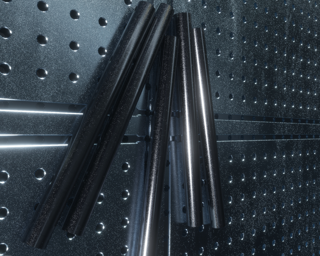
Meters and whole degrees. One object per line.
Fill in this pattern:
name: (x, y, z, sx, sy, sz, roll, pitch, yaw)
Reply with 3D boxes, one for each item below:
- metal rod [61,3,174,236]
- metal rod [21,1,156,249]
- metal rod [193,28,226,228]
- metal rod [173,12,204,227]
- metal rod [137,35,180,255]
metal rod: (-0.043, -0.024, 0.372, 0.025, 0.025, 0.300, 32, 70, -35)
metal rod: (-0.071, -0.019, 0.348, 0.025, 0.025, 0.300, 34, 69, -35)
metal rod: (0.071, 0.004, 0.467, 0.025, 0.025, 0.298, -13, 98, -39)
metal rod: (0.041, -0.009, 0.442, 0.025, 0.025, 0.298, -7, 94, -40)
metal rod: (-0.002, 0.027, 0.406, 0.025, 0.025, 0.299, 11, 83, -40)
